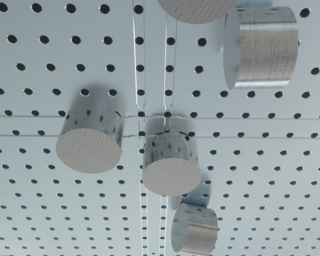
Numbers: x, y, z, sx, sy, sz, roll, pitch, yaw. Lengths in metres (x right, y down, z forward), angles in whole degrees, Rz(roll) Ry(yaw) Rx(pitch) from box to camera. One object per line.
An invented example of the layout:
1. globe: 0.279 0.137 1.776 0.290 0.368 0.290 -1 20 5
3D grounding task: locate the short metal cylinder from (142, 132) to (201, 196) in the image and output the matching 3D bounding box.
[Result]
1. short metal cylinder: 0.016 0.052 0.440 0.081 0.050 0.079 -1 130 0

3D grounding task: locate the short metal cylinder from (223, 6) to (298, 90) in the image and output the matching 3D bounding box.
1. short metal cylinder: 0.096 -0.079 0.310 0.050 0.080 0.079 -1 130 1

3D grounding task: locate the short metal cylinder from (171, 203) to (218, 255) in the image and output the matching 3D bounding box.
1. short metal cylinder: 0.056 0.172 0.523 0.050 0.080 0.079 15 129 -13

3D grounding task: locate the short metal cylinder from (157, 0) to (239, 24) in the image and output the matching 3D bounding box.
1. short metal cylinder: 0.033 -0.141 0.276 0.081 0.050 0.079 0 130 0

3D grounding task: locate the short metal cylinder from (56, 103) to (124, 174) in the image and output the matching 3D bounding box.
1. short metal cylinder: -0.089 0.015 0.406 0.081 0.050 0.079 -1 130 0
